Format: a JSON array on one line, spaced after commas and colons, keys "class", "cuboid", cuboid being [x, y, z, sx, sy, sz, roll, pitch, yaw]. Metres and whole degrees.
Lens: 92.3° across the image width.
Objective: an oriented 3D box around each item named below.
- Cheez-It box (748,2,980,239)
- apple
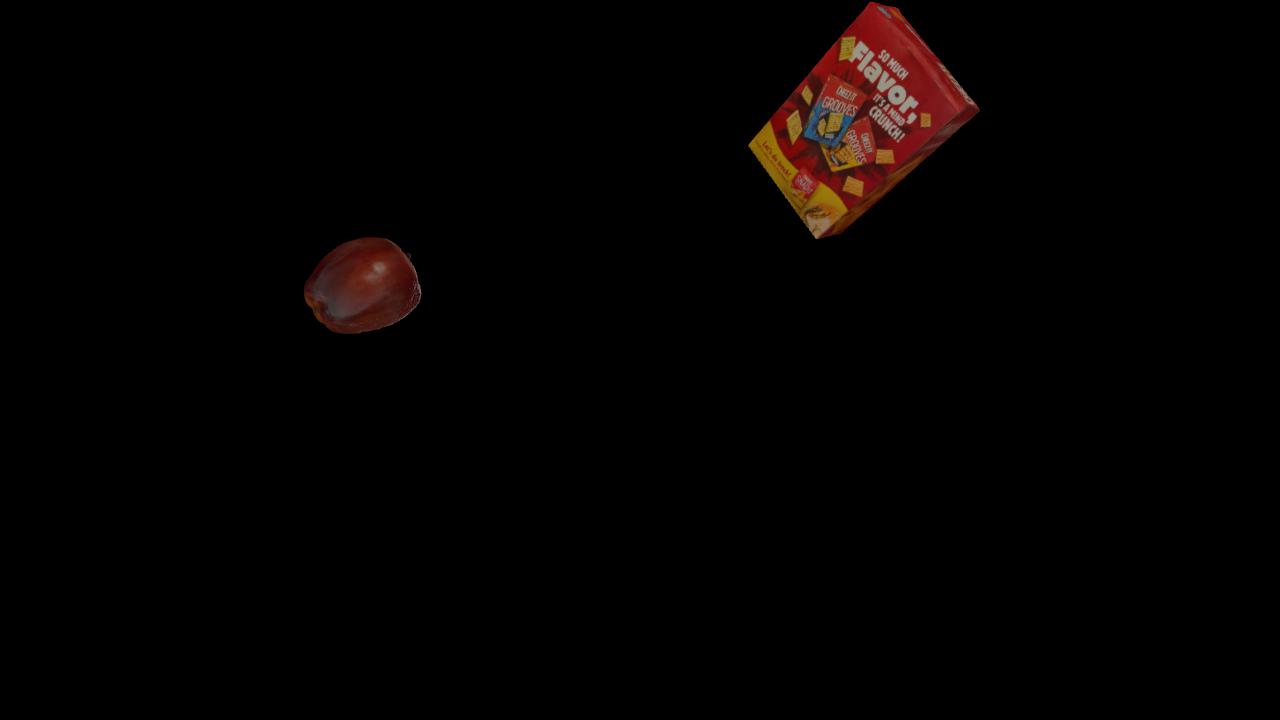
[{"class": "Cheez-It box", "cuboid": [0.261, -0.282, 0.754, 0.071, 0.166, 0.223, -21, -16, -40]}, {"class": "apple", "cuboid": [-0.235, -0.065, 0.525, 0.093, 0.079, 0.079, -39, 21, -28]}]
